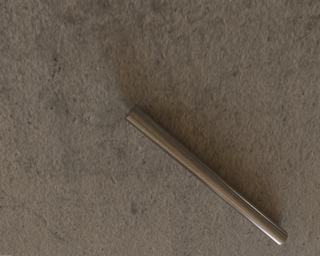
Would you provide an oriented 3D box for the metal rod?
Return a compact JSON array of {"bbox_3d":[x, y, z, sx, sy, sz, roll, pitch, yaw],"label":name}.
[{"bbox_3d":[0.073,0.073,0.437,0.300,0.025,0.025,40,105,-14],"label":"metal rod"}]
